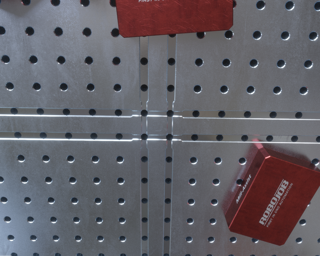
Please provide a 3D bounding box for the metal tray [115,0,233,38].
[{"bbox_3d":[0.015,-0.155,0.354,0.131,0.030,0.089,-4,110,1],"label":"metal tray"}]

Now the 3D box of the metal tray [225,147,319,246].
[{"bbox_3d":[0.162,0.101,0.449,0.090,0.030,0.129,18,109,-7],"label":"metal tray"}]
